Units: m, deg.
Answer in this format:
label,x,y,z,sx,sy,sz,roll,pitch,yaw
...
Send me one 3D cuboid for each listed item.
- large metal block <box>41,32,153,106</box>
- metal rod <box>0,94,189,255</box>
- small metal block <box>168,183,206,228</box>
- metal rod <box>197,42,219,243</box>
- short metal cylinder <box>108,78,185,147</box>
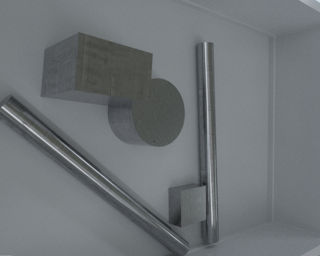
label,x,y,z,sx,sy,sz,roll,pitch,yaw
large metal block,-0.065,-0.054,0.317,0.081,0.080,0.050,6,87,-40
metal rod,-0.058,0.074,0.360,0.300,0.025,0.025,47,62,-30
small metal block,0.039,0.109,0.442,0.050,0.025,0.050,-1,91,-40
metal rod,0.073,0.023,0.470,0.025,0.025,0.298,-3,92,-40
short metal cylinder,-0.016,-0.018,0.379,0.081,0.050,0.079,0,90,-40
